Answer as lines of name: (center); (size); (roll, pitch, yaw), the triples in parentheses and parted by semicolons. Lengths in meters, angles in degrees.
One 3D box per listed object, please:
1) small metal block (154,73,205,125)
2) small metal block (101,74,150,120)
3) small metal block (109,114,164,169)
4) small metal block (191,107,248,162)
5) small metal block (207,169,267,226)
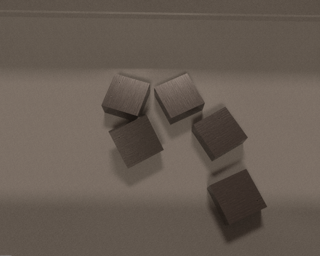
small metal block: (0.026, -0.040, 0.425); (0.050, 0.025, 0.050); (-25, 72, -9)
small metal block: (-0.045, -0.041, 0.424); (0.050, 0.025, 0.050); (17, 71, 6)
small metal block: (-0.031, 0.016, 0.393); (0.050, 0.025, 0.050); (-27, 99, -10)
small metal block: (0.077, 0.008, 0.408); (0.050, 0.025, 0.050); (-29, 73, -10)
small metal block: (0.093, 0.085, 0.380); (0.050, 0.025, 0.050); (-23, 72, -8)
